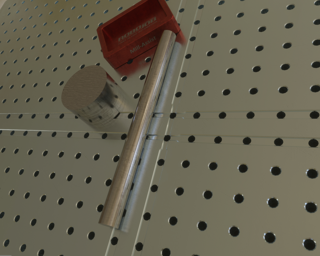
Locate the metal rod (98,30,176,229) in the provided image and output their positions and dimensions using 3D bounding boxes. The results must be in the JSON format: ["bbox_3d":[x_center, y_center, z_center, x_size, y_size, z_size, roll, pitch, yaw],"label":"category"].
[{"bbox_3d":[-0.024,-0.015,0.429,0.025,0.025,0.300,2,62,29],"label":"metal rod"}]

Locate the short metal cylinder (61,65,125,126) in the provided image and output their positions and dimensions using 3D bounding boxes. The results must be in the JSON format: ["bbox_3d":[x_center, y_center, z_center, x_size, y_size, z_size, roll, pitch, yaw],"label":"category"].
[{"bbox_3d":[-0.102,-0.049,0.476,0.080,0.050,0.080,-13,56,21],"label":"short metal cylinder"}]

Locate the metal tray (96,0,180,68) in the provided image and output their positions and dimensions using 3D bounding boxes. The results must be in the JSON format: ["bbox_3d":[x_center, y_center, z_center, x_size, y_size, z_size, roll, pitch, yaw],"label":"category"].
[{"bbox_3d":[-0.040,-0.168,0.529,0.130,0.030,0.090,-28,52,10],"label":"metal tray"}]
